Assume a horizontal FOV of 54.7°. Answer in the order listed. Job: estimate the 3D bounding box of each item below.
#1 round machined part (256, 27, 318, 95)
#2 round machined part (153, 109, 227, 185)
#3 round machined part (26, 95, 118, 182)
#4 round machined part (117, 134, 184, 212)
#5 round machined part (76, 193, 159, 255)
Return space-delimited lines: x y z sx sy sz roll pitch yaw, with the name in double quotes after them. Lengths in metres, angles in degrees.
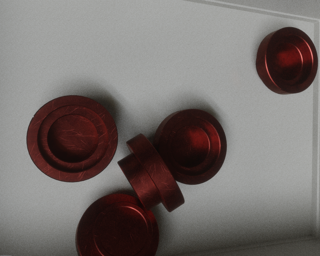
0.187 -0.099 0.472 0.099 0.042 0.097 0 90 -21 "round machined part"
0.036 0.024 0.415 0.099 0.042 0.097 0 89 -22 "round machined part"
-0.103 0.012 0.364 0.099 0.042 0.097 0 90 -21 "round machined part"
-0.016 0.058 0.368 0.042 0.098 0.098 -31 101 -10 "round machined part"
-0.047 0.125 0.365 0.099 0.042 0.098 9 61 -17 "round machined part"
